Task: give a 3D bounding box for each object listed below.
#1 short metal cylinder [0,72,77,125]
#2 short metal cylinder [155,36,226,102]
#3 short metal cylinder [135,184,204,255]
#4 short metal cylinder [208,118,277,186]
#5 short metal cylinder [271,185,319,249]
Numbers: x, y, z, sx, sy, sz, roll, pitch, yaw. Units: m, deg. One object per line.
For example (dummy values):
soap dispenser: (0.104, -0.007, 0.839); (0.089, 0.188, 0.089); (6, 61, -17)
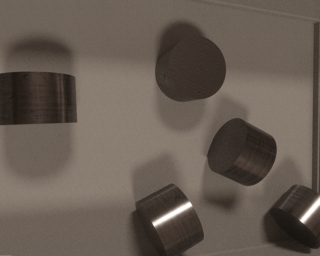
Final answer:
short metal cylinder: (-0.132, -0.029, 0.333); (0.081, 0.080, 0.050); (-3, 91, -20)
short metal cylinder: (0.040, -0.076, 0.413); (0.081, 0.050, 0.079); (0, 90, -21)
short metal cylinder: (0.010, 0.117, 0.386); (0.050, 0.080, 0.080); (-25, 99, -19)
short metal cylinder: (0.110, 0.033, 0.424); (0.050, 0.080, 0.080); (26, 81, -19)
short metal cylinder: (0.216, 0.132, 0.463); (0.050, 0.080, 0.080); (-41, 103, -15)
